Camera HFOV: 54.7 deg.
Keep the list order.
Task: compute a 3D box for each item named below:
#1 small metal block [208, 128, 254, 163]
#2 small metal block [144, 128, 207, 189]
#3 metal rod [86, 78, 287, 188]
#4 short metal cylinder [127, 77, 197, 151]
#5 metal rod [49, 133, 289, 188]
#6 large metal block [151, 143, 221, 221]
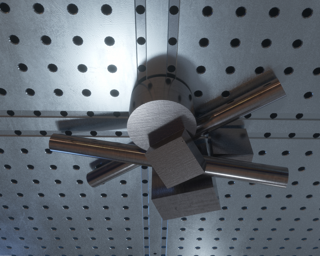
[{"bbox_3d":[0.092,0.026,0.414,0.050,0.050,0.025,1,130,0],"label":"small metal block"},{"bbox_3d":[0.019,0.036,0.361,0.050,0.025,0.050,-28,102,22],"label":"small metal block"},{"bbox_3d":[0.021,0.015,0.421,0.300,0.025,0.025,-27,125,21],"label":"metal rod"},{"bbox_3d":[0.002,-0.015,0.377,0.081,0.050,0.079,0,129,0],"label":"short metal cylinder"},{"bbox_3d":[0.003,0.039,0.394,0.301,0.025,0.025,8,131,10],"label":"metal rod"},{"bbox_3d":[0.035,0.074,0.433,0.080,0.080,0.050,-14,129,11],"label":"large metal block"}]
